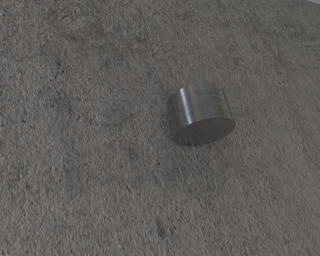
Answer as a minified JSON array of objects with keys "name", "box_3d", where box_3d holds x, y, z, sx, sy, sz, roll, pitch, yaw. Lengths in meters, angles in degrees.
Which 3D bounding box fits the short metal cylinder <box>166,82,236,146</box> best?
[{"name":"short metal cylinder","box_3d":[0.052,-0.016,0.406,0.081,0.080,0.050,2,61,-27]}]
